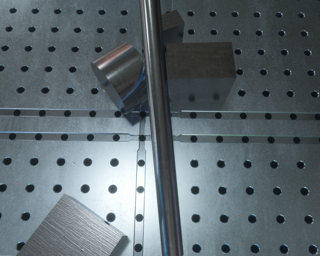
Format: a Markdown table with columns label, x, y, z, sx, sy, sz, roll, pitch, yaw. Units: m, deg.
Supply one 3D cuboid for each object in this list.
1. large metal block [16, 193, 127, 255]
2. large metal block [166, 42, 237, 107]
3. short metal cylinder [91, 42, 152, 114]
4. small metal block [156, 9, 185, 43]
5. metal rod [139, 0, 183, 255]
| label | x | y | z | sx | sy | sz | roll | pitch | yaw |
| --- | --- | --- | --- | --- | --- | --- | --- | --- | --- |
| large metal block | -0.096 | 0.133 | 0.349 | 0.080 | 0.050 | 0.080 | 32 | 73 | 10 |
| large metal block | 0.049 | -0.068 | 0.408 | 0.081 | 0.080 | 0.050 | -2 | 70 | -1 |
| short metal cylinder | -0.046 | -0.064 | 0.406 | 0.050 | 0.080 | 0.080 | -36 | 74 | -12 |
| small metal block | 0.006 | -0.137 | 0.449 | 0.050 | 0.050 | 0.025 | -24 | 72 | -9 |
| metal rod | 0.001 | -0.002 | 0.362 | 0.025 | 0.025 | 0.298 | -5 | 89 | -2 |
